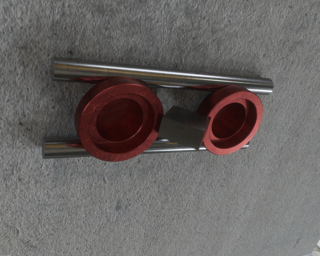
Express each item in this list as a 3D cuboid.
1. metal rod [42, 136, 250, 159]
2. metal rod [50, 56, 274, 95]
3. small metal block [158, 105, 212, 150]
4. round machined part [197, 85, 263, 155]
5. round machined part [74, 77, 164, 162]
[{"bbox_3d":[0.001,0.022,0.422,0.303,0.025,0.025,0,119,-29],"label":"metal rod"},{"bbox_3d":[0.024,-0.060,0.384,0.303,0.025,0.025,0,119,-29],"label":"metal rod"},{"bbox_3d":[0.031,-0.002,0.374,0.050,0.050,0.025,19,115,11],"label":"small metal block"},{"bbox_3d":[0.090,-0.014,0.431,0.099,0.042,0.097,-14,124,-21],"label":"round machined part"},{"bbox_3d":[-0.049,-0.013,0.357,0.099,0.042,0.097,-14,124,-21],"label":"round machined part"}]
